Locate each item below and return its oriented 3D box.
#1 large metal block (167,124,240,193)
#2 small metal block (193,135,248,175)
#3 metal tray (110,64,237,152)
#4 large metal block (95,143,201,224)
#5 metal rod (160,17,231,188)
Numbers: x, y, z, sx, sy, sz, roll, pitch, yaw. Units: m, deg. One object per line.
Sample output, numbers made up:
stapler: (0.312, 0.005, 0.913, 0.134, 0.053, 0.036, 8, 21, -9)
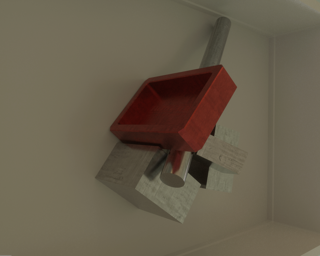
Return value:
large metal block: (0.054, 0.039, 0.418, 0.050, 0.080, 0.080, 18, 79, -39)
small metal block: (0.062, 0.029, 0.346, 0.050, 0.050, 0.025, 26, 80, -5)
metal tray: (0.010, -0.021, 0.346, 0.030, 0.130, 0.090, 48, 63, -29)
large metal block: (-0.014, 0.062, 0.361, 0.080, 0.080, 0.050, 44, 63, -32)
metal rod: (0.056, -0.057, 0.395, 0.025, 0.025, 0.300, 49, 44, -29)
